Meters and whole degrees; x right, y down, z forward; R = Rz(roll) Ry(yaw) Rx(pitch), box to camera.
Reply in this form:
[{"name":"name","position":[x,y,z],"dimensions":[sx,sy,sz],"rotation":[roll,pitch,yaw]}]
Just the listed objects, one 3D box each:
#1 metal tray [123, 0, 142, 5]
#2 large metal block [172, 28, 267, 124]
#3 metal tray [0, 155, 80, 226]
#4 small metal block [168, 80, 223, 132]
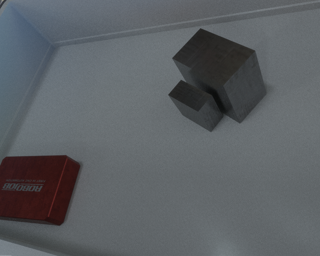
[{"name":"metal tray","position":[-0.012,-0.292,0.589],"dimensions":[0.130,0.030,0.090],"rotation":[-8,58,23]},{"name":"large metal block","position":[0.072,-0.062,0.369],"dimensions":[0.050,0.080,0.080],"rotation":[-48,52,-5]},{"name":"metal tray","position":[-0.186,0.087,0.444],"dimensions":[0.130,0.030,0.090],"rotation":[-4,60,26]},{"name":"small metal block","position":[0.045,-0.027,0.382],"dimensions":[0.050,0.050,0.025],"rotation":[34,81,38]}]
